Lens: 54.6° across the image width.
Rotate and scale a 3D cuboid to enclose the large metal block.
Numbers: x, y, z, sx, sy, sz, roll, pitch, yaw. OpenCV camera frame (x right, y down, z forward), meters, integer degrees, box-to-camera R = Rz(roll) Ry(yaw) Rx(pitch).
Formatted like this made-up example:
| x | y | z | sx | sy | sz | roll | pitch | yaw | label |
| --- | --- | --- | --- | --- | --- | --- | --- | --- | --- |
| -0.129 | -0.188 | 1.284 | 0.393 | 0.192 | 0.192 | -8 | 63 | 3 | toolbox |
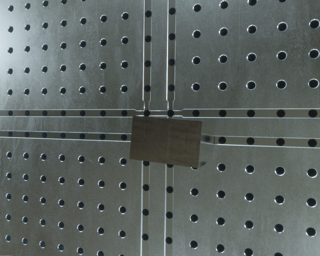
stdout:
| x | y | z | sx | sy | sz | roll | pitch | yaw | label |
| --- | --- | --- | --- | --- | --- | --- | --- | --- | --- |
| 0.019 | 0.014 | 0.377 | 0.080 | 0.080 | 0.050 | 5 | 92 | 20 | large metal block |
